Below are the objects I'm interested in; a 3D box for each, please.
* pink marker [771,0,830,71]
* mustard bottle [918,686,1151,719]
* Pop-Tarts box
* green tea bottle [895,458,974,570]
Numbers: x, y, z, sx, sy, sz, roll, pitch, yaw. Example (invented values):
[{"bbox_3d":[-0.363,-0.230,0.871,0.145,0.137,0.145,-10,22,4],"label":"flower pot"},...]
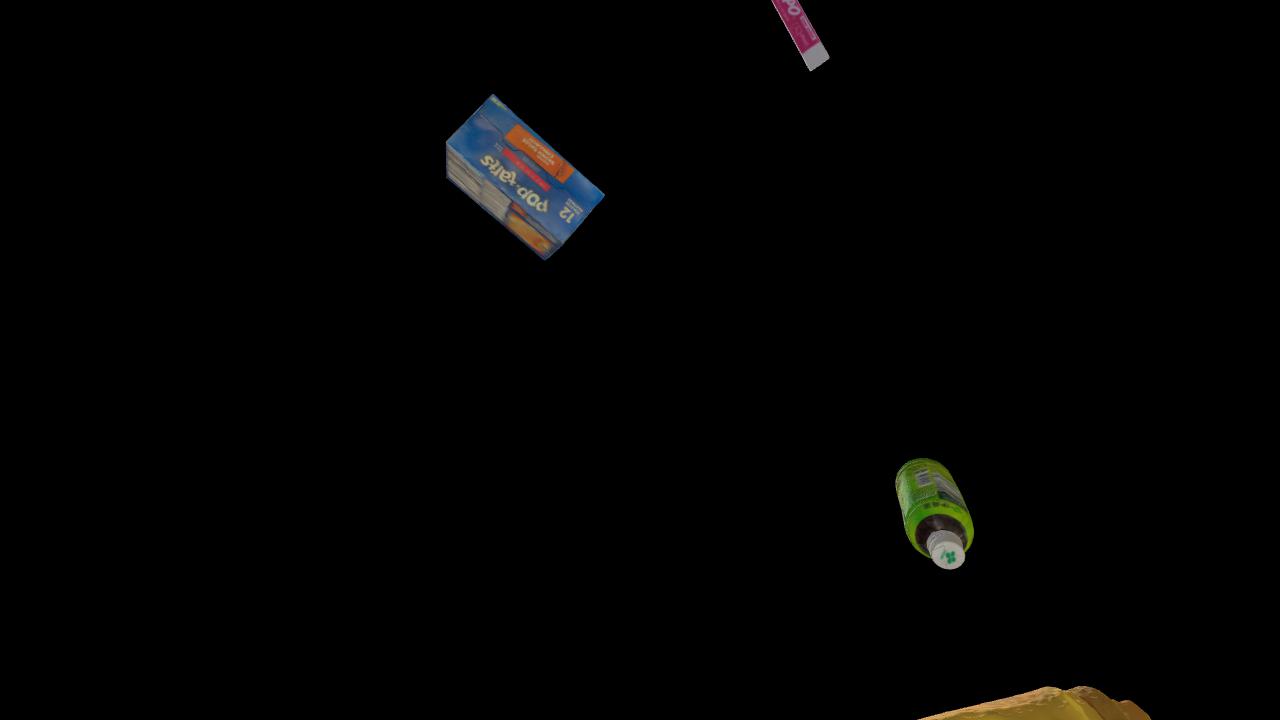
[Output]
[{"bbox_3d":[0.119,-0.299,0.510,0.020,0.121,0.020,-33,10,7],"label":"pink marker"},{"bbox_3d":[0.177,0.202,0.308,0.184,0.092,0.054,-7,38,-12],"label":"mustard bottle"},{"bbox_3d":[-0.145,-0.214,0.755,0.167,0.083,0.141,39,-10,-14],"label":"Pop-Tarts box"},{"bbox_3d":[0.334,0.174,0.701,0.073,0.073,0.212,0,8,20],"label":"green tea bottle"}]
